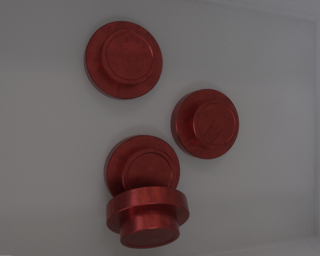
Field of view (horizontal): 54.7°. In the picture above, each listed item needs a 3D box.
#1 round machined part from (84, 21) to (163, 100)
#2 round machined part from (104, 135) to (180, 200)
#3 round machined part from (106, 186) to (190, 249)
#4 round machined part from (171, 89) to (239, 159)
[{"bbox_3d":[-0.042,-0.085,0.386,0.099,0.042,0.097,0,90,-20],"label":"round machined part"},{"bbox_3d":[-0.019,0.058,0.394,0.099,0.042,0.097,0,90,-20],"label":"round machined part"},{"bbox_3d":[-0.013,0.110,0.365,0.099,0.097,0.042,7,49,-20],"label":"round machined part"},{"bbox_3d":[0.068,-0.005,0.426,0.099,0.042,0.097,0,90,-20],"label":"round machined part"}]
